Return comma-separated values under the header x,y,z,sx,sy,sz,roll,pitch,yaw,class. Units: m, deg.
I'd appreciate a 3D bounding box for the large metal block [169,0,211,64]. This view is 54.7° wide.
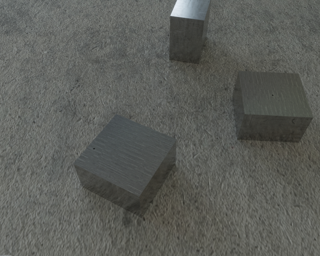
x,y,z,sx,sy,sz,roll,pitch,yaw,class
0.049,-0.164,0.505,0.050,0.080,0.080,11,51,9,large metal block

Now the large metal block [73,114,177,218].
x,y,z,sx,sy,sz,roll,pitch,yaw,class
-0.036,0.041,0.352,0.080,0.050,0.080,23,54,18,large metal block

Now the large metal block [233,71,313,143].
x,y,z,sx,sy,sz,roll,pitch,yaw,class
0.144,-0.029,0.412,0.080,0.050,0.080,3,50,2,large metal block
